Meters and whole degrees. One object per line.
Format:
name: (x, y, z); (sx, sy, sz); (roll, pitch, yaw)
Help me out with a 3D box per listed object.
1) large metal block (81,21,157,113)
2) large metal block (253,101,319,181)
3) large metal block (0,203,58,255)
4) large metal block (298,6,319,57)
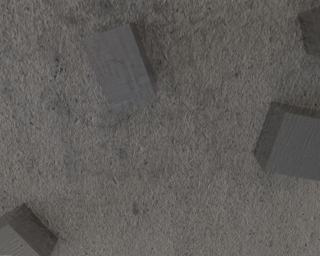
large metal block: (-0.041, -0.073, 0.353); (0.050, 0.080, 0.080); (-18, 109, 6)
large metal block: (0.179, 0.017, 0.404); (0.081, 0.050, 0.079); (11, 110, -4)
large metal block: (-0.216, 0.172, 0.458); (0.080, 0.050, 0.080); (-31, 107, 10)
large metal block: (0.213, -0.115, 0.340); (0.080, 0.080, 0.050); (-19, 109, 7)
